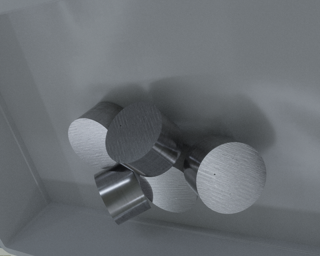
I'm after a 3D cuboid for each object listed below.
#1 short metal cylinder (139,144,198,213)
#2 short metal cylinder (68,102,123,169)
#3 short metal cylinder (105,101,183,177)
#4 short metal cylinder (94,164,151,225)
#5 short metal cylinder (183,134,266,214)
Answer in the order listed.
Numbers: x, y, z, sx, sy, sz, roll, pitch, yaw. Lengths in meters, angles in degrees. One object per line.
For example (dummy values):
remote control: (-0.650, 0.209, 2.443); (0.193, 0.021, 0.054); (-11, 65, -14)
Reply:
short metal cylinder: (0.020, 0.067, 0.420); (0.080, 0.050, 0.079); (13, 124, 20)
short metal cylinder: (-0.080, 0.010, 0.436); (0.080, 0.050, 0.079); (13, 124, 20)
short metal cylinder: (-0.019, 0.014, 0.379); (0.080, 0.080, 0.050); (-8, 150, 31)
short metal cylinder: (-0.053, 0.090, 0.445); (0.050, 0.080, 0.080); (-27, 109, -7)
short metal cylinder: (0.073, 0.051, 0.356); (0.081, 0.050, 0.079); (-2, 98, -11)
